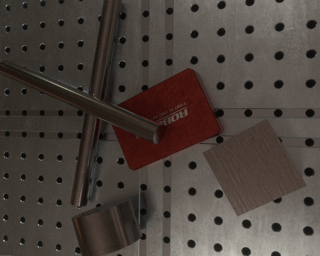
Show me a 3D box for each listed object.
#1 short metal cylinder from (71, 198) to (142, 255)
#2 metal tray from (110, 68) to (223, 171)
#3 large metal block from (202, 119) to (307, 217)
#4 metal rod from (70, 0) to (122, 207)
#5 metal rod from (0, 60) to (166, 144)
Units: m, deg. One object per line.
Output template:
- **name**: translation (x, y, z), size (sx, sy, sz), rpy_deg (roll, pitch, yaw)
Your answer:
- **short metal cylinder**: translation (-0.069, 0.129, 0.407), size (0.080, 0.080, 0.050), rpy_deg (-19, 84, 18)
- **metal tray**: translation (0.005, -0.009, 0.407), size (0.130, 0.030, 0.090), rpy_deg (-25, 82, 17)
- **large metal block**: translation (0.109, 0.044, 0.361), size (0.080, 0.050, 0.080), rpy_deg (-30, 80, 17)
- **metal rod**: translation (-0.092, -0.036, 0.443), size (0.025, 0.025, 0.298), rpy_deg (11, 94, 19)
- **metal rod**: translation (-0.124, -0.045, 0.431), size (0.300, 0.025, 0.025), rpy_deg (23, 98, 27)
